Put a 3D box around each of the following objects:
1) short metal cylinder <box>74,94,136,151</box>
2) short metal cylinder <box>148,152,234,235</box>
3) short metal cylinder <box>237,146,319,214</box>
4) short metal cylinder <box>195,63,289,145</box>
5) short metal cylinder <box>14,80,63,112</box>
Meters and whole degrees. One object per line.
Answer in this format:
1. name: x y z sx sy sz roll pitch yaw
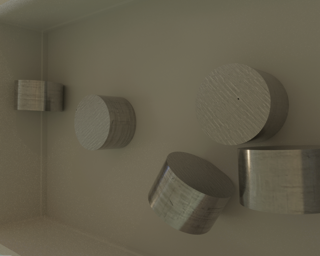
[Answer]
1. short metal cylinder: -0.081 -0.008 0.458 0.080 0.050 0.080 0 90 40
2. short metal cylinder: 0.034 0.070 0.343 0.080 0.081 0.050 39 114 33
3. short metal cylinder: 0.112 0.042 0.278 0.080 0.081 0.050 -3 88 40
4. short metal cylinder: 0.084 -0.023 0.321 0.080 0.050 0.080 0 90 40
5. short metal cylinder: -0.214 -0.055 0.548 0.080 0.081 0.050 4 93 40
